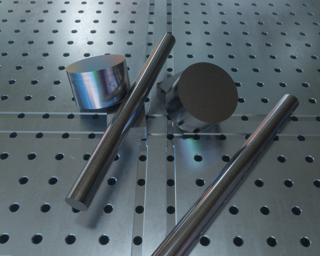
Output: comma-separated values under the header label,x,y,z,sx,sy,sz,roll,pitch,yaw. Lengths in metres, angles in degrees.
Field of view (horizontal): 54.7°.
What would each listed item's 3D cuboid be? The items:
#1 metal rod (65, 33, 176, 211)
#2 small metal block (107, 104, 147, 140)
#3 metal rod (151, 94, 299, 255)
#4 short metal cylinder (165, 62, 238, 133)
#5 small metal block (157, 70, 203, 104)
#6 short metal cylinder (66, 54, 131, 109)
label,x,y,z,sx,sy,sz,roll,pitch,yaw
metal rod,-0.035,-0.032,0.401,0.025,0.025,0.301,15,51,12
small metal block,-0.044,-0.011,0.416,0.050,0.025,0.050,-5,50,-4
metal rod,0.088,0.051,0.365,0.025,0.025,0.301,33,57,24
short metal cylinder,0.053,-0.038,0.402,0.081,0.050,0.080,5,74,-16
small metal block,0.030,-0.052,0.451,0.050,0.025,0.050,-29,56,-23
short metal cylinder,-0.083,-0.066,0.427,0.080,0.050,0.080,-7,27,4
